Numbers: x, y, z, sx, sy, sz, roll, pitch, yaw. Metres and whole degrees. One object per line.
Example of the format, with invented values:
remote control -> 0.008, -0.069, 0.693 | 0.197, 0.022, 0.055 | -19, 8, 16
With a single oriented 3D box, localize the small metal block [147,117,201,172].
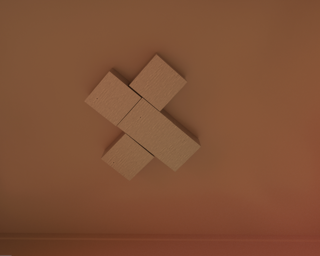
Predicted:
small metal block -> 0.018, 0.022, 0.417 | 0.050, 0.025, 0.050 | 40, 105, -14

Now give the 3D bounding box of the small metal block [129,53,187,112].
small metal block -> -0.002, -0.058, 0.387 | 0.050, 0.025, 0.050 | 40, 104, -14

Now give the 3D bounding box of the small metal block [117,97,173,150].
small metal block -> -0.019, -0.009, 0.405 | 0.050, 0.025, 0.050 | 40, 105, -14

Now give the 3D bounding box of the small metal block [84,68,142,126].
small metal block -> -0.058, -0.039, 0.394 | 0.050, 0.025, 0.050 | 40, 105, -14

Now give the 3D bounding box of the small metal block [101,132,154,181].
small metal block -> -0.043, 0.035, 0.422 | 0.050, 0.025, 0.050 | 41, 106, -14
